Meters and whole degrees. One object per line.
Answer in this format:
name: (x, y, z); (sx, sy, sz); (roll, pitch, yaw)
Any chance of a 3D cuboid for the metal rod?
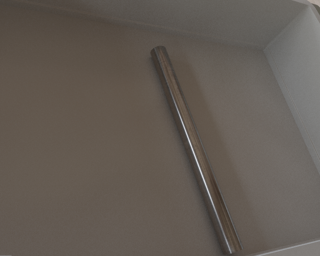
metal rod: (0.042, 0.014, 0.419); (0.025, 0.025, 0.299); (-5, 64, -30)
